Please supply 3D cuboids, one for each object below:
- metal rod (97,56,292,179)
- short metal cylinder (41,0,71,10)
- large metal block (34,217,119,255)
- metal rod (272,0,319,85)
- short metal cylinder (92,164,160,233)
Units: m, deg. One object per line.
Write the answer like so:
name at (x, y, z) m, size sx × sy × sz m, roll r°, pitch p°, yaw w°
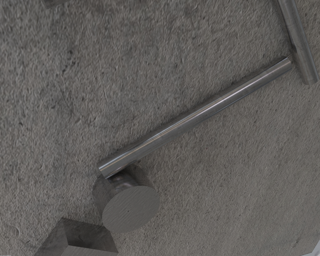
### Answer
metal rod at (0.053, -0.019, 0.424) m, size 0.301 × 0.025 × 0.025 m, roll -30°, pitch 129°, yaw -9°
short metal cylinder at (-0.083, -0.141, 0.239) m, size 0.050 × 0.080 × 0.080 m, roll -28°, pitch 128°, yaw -11°
large metal block at (-0.120, 0.181, 0.437) m, size 0.080 × 0.050 × 0.080 m, roll 28°, pitch 103°, yaw -38°
metal rod at (0.157, -0.160, 0.393) m, size 0.025 × 0.025 × 0.300 m, roll -43°, pitch 130°, yaw 1°
short metal cylinder at (-0.047, 0.096, 0.424) m, size 0.081 × 0.050 × 0.079 m, roll -14°, pitch 124°, yaw -21°
